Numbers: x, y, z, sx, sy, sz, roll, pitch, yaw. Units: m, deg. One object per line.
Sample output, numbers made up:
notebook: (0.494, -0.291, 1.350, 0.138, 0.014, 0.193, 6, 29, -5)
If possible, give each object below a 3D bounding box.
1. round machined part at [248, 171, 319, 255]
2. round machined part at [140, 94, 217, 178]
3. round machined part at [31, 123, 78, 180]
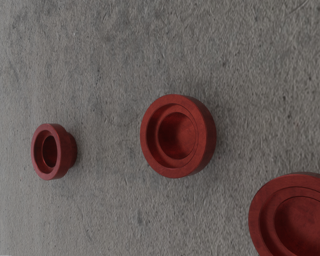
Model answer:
round machined part: (0.136, 0.088, 0.282, 0.098, 0.042, 0.097, 0, 90, 40)
round machined part: (0.026, 0.009, 0.373, 0.098, 0.042, 0.097, 0, 90, 40)
round machined part: (-0.183, 0.041, 0.545, 0.098, 0.042, 0.097, 0, 90, 40)
